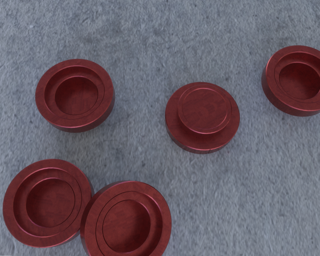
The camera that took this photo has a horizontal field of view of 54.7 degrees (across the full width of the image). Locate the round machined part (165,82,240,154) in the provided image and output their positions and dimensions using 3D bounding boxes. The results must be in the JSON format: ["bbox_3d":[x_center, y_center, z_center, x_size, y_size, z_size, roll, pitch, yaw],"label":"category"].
[{"bbox_3d":[0.056,-0.018,0.406,0.099,0.042,0.098,0,70,-1],"label":"round machined part"}]

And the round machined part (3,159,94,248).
[{"bbox_3d":[-0.126,0.089,0.365,0.099,0.042,0.098,0,70,0],"label":"round machined part"}]

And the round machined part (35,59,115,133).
[{"bbox_3d":[-0.109,-0.039,0.412,0.099,0.042,0.098,0,70,-1],"label":"round machined part"}]

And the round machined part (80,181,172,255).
[{"bbox_3d":[-0.040,0.108,0.345,0.099,0.042,0.097,4,81,-27],"label":"round machined part"}]

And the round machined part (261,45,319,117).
[{"bbox_3d":[0.187,-0.060,0.423,0.099,0.042,0.098,0,70,-1],"label":"round machined part"}]
